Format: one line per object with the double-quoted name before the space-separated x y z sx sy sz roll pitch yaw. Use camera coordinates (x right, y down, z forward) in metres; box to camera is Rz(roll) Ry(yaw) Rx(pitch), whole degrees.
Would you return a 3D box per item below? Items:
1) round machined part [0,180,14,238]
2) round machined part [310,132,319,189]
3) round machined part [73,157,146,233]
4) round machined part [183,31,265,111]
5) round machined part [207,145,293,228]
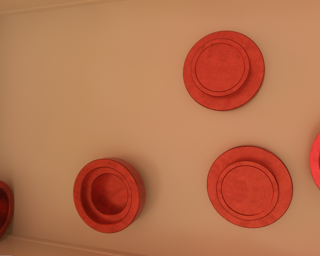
"round machined part" -0.270 0.125 0.463 0.042 0.098 0.097 1 90 13
"round machined part" 0.209 0.035 0.311 0.098 0.042 0.098 -24 59 51
"round machined part" -0.065 0.088 0.423 0.098 0.042 0.097 0 90 19
"round machined part" 0.075 -0.069 0.375 0.098 0.042 0.097 0 90 19
"round machined part" 0.104 0.070 0.365 0.098 0.042 0.097 0 90 19
